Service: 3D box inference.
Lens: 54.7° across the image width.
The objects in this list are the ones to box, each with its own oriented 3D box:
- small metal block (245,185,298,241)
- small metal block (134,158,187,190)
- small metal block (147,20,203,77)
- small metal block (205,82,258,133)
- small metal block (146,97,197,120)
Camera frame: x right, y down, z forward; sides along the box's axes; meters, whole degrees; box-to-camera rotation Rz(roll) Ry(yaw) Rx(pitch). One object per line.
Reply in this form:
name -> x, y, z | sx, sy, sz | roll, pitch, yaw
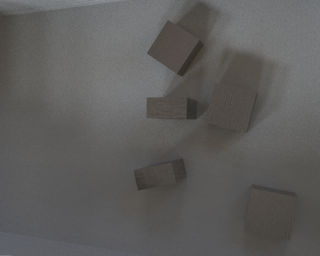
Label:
small metal block -> 0.130, 0.098, 0.365 | 0.050, 0.025, 0.050 | 9, 93, 19
small metal block -> 0.002, 0.058, 0.396 | 0.050, 0.050, 0.025 | -14, 85, 19
small metal block -> 0.020, -0.103, 0.403 | 0.050, 0.025, 0.050 | 37, 102, 16
small metal block -> 0.088, -0.025, 0.379 | 0.050, 0.025, 0.050 | 15, 95, 19
small metal block -> 0.016, -0.024, 0.391 | 0.050, 0.050, 0.025 | 2, 91, 19
